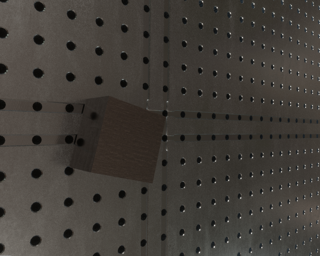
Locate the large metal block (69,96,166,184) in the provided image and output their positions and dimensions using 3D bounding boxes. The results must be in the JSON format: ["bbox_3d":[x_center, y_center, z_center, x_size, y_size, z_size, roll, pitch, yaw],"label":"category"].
[{"bbox_3d":[-0.047,0.015,0.356,0.080,0.050,0.080,19,78,-39],"label":"large metal block"}]
